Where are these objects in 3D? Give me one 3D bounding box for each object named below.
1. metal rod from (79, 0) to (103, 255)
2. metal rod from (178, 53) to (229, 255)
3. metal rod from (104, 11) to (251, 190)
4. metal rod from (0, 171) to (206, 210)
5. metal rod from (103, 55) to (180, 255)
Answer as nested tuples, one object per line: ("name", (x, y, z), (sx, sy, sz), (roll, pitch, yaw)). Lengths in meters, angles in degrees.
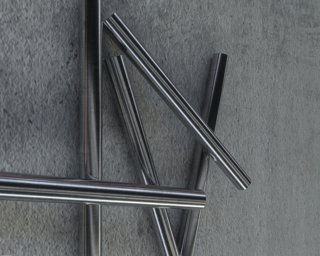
("metal rod", (-0.076, 0.008, 0.340), (0.025, 0.025, 0.298), (0, 90, -40))
("metal rod", (0.065, 0.033, 0.458), (0.025, 0.025, 0.299), (20, 78, -38))
("metal rod", (0.033, -0.021, 0.409), (0.300, 0.025, 0.025), (49, 61, -21))
("metal rod", (-0.079, 0.063, 0.308), (0.302, 0.025, 0.025), (12, 83, -30))
("metal rod", (-0.017, 0.059, 0.390), (0.025, 0.025, 0.298), (-25, 106, -37))
